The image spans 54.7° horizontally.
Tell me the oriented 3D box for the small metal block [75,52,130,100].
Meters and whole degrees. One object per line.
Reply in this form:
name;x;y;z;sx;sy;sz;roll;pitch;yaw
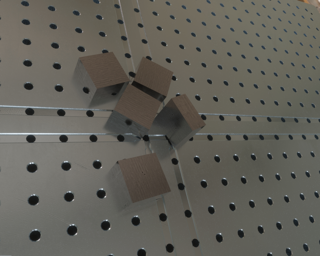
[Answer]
small metal block;-0.076;-0.070;0.411;0.050;0.025;0.050;-21;73;-36

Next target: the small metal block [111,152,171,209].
small metal block;-0.022;0.061;0.360;0.050;0.025;0.050;-10;67;-33

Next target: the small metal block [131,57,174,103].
small metal block;-0.013;-0.067;0.444;0.050;0.025;0.050;25;53;-13

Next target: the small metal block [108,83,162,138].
small metal block;-0.032;-0.023;0.406;0.050;0.025;0.050;30;52;-10

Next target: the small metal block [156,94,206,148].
small metal block;0.026;-0.009;0.414;0.025;0.050;0.050;-22;74;-36
